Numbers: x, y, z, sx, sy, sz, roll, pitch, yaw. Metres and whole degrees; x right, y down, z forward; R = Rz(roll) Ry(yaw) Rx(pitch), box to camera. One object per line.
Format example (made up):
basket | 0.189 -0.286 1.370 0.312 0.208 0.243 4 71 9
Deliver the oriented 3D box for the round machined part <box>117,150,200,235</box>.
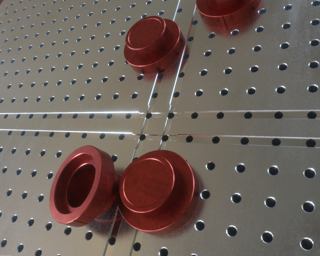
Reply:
round machined part | -0.007 0.069 0.358 0.098 0.042 0.098 -13 56 20

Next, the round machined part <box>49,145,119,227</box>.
round machined part | -0.090 0.074 0.387 0.098 0.042 0.098 -23 51 32

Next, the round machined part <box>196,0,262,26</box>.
round machined part | 0.101 -0.205 0.469 0.098 0.042 0.098 -13 56 20

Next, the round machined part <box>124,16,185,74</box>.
round machined part | -0.015 -0.137 0.487 0.098 0.042 0.098 -13 56 20
